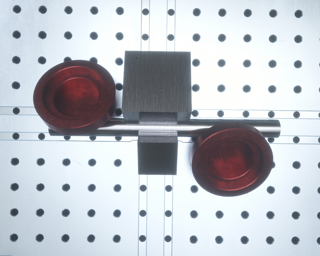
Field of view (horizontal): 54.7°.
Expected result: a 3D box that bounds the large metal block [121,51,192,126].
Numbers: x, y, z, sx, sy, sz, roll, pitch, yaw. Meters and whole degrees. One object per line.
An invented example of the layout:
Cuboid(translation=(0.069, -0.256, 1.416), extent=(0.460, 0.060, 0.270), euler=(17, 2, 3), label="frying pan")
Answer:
Cuboid(translation=(-0.003, -0.049, 0.389), extent=(0.081, 0.050, 0.080), euler=(1, 72, 0), label="large metal block")

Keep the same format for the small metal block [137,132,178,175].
Cuboid(translation=(-0.003, 0.034, 0.403), extent=(0.050, 0.025, 0.050), euler=(1, 119, 0), label="small metal block")

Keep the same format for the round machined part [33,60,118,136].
Cuboid(translation=(-0.103, -0.034, 0.391), extent=(0.099, 0.042, 0.098), euler=(0, 64, 0), label="round machined part")

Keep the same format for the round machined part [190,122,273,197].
Cuboid(translation=(0.088, 0.036, 0.393), extent=(0.099, 0.042, 0.097), euler=(0, 115, 0), label="round machined part")

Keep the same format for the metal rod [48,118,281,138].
Cuboid(translation=(0.006, 0.000, 0.414), extent=(0.302, 0.025, 0.025), euler=(1, 90, 0), label="metal rod")
